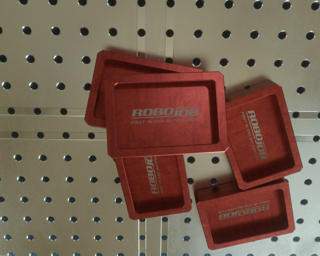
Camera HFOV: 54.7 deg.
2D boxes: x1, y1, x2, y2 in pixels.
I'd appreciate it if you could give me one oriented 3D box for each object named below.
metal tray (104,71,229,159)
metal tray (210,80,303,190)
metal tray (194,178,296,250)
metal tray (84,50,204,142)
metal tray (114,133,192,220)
[{"bbox_3d":[0.007,-0.014,0.348,0.131,0.030,0.089,-3,86,-6],"label":"metal tray"},{"bbox_3d":[0.129,0.012,0.416,0.090,0.030,0.129,-21,109,7],"label":"metal tray"},{"bbox_3d":[0.125,0.124,0.458,0.131,0.030,0.089,-14,110,4],"label":"metal tray"},{"bbox_3d":[-0.017,-0.036,0.378,0.131,0.030,0.090,10,85,-4],"label":"metal tray"},{"bbox_3d":[-0.010,0.061,0.433,0.091,0.030,0.129,-10,110,3],"label":"metal tray"}]
